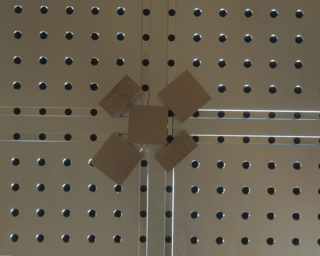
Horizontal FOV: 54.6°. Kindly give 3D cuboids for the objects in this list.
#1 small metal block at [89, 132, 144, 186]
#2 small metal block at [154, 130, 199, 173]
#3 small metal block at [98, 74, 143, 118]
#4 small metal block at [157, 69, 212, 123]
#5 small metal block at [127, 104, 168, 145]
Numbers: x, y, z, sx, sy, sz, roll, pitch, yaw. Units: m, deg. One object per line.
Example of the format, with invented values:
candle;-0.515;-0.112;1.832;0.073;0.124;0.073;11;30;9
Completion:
small metal block;-0.056;0.040;0.413;0.050;0.025;0.050;38;89;-1
small metal block;0.020;0.028;0.401;0.050;0.050;0.025;-42;90;0
small metal block;-0.049;-0.039;0.400;0.025;0.050;0.050;44;91;-1
small metal block;0.032;-0.041;0.413;0.050;0.025;0.050;-40;90;0
small metal block;-0.015;-0.004;0.413;0.050;0.025;0.050;4;89;1
